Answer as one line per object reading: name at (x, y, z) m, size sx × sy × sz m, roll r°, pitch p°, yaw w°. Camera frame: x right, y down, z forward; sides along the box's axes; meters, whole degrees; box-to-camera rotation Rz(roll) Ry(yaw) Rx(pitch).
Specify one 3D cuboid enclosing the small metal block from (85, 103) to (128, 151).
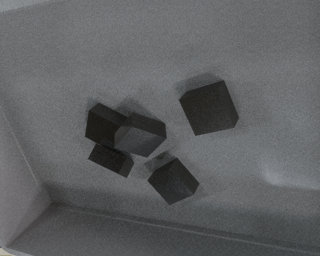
small metal block at (-0.077, -0.001, 0.447) m, size 0.050 × 0.025 × 0.050 m, roll 27°, pitch 128°, yaw 11°

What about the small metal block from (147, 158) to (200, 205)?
small metal block at (0.019, 0.078, 0.445) m, size 0.050 × 0.025 × 0.050 m, roll -35°, pitch 99°, yaw 38°

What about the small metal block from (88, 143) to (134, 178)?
small metal block at (-0.071, 0.049, 0.457) m, size 0.050 × 0.025 × 0.050 m, roll 23°, pitch 168°, yaw 13°

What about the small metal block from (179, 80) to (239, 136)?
small metal block at (0.058, -0.022, 0.364) m, size 0.050 × 0.025 × 0.050 m, roll -14°, pitch 112°, yaw 33°

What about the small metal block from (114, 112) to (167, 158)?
small metal block at (-0.027, 0.010, 0.413) m, size 0.050 × 0.025 × 0.050 m, roll 19°, pitch 135°, yaw -27°
